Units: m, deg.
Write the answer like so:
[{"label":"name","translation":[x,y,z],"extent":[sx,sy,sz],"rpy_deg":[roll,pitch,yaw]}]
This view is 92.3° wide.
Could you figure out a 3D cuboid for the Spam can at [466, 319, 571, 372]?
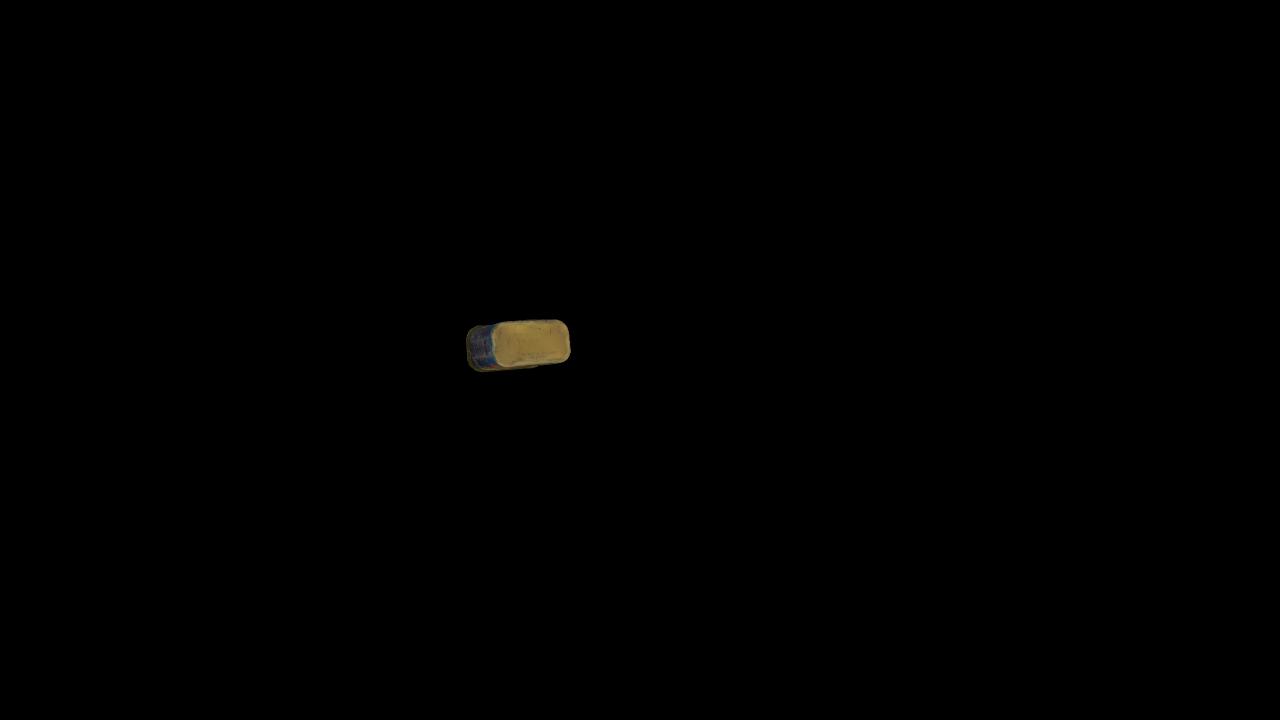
[{"label":"Spam can","translation":[-0.145,-0.018,0.738],"extent":[0.101,0.058,0.085],"rpy_deg":[-6,0,-35]}]
